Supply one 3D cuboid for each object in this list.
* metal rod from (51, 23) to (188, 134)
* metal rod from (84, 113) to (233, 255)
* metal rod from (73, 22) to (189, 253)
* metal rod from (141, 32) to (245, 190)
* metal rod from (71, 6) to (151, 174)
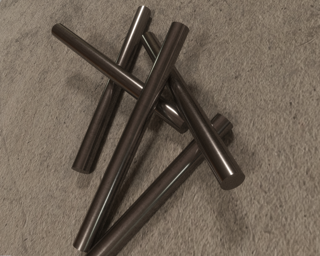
[{"bbox_3d":[-0.070,-0.085,0.459,0.300,0.025,0.025,38,83,28],"label":"metal rod"},{"bbox_3d":[-0.026,0.099,0.354,0.300,0.025,0.025,-46,52,-5],"label":"metal rod"},{"bbox_3d":[-0.032,0.005,0.384,0.025,0.025,0.299,18,81,34],"label":"metal rod"},{"bbox_3d":[0.025,-0.047,0.395,0.025,0.025,0.300,-32,45,7],"label":"metal rod"},{"bbox_3d":[-0.068,-0.073,0.482,0.025,0.025,0.300,3,63,29],"label":"metal rod"}]
